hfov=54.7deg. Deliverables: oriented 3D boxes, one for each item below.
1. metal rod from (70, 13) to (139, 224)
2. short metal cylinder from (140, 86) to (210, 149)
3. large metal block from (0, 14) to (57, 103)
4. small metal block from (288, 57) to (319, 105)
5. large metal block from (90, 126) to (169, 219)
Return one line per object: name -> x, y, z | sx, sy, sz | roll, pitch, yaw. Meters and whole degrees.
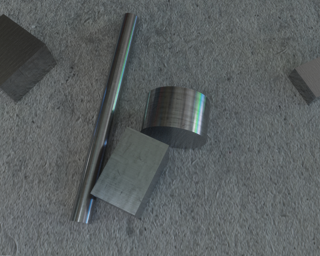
metal rod -> -0.069, -0.027, 0.417 | 0.025, 0.025, 0.299 | 9, 70, 3
short metal cylinder -> 0.020, -0.010, 0.383 | 0.080, 0.080, 0.050 | 8, 70, 3
large metal block -> -0.207, -0.096, 0.428 | 0.080, 0.050, 0.080 | 36, 74, 12
small metal block -> 0.219, -0.068, 0.435 | 0.050, 0.025, 0.050 | -25, 72, -9
large metal block -> -0.030, 0.056, 0.358 | 0.050, 0.080, 0.080 | 24, 72, 8
